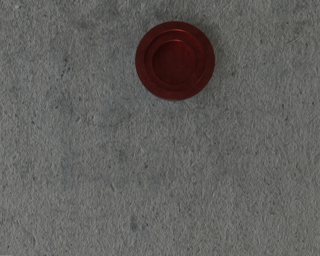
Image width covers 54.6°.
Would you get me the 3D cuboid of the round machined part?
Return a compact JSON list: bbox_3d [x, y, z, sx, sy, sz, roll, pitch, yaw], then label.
[{"bbox_3d":[0.019,-0.083,0.402,0.099,0.042,0.097,0,90,0],"label":"round machined part"}]
